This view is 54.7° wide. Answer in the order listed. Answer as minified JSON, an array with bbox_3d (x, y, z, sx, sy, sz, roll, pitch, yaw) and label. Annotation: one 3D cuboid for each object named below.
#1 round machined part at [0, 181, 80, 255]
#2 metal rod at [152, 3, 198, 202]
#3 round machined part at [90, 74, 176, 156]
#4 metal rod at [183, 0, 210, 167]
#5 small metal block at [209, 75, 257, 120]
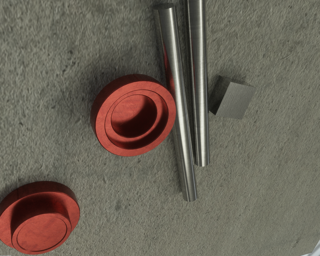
[{"bbox_3d":[-0.149,0.118,0.387,0.099,0.042,0.097,-14,124,-21],"label":"round machined part"},{"bbox_3d":[0.027,-0.010,0.415,0.025,0.025,0.298,-22,127,-15],"label":"metal rod"},{"bbox_3d":[-0.034,-0.018,0.366,0.099,0.042,0.097,-14,124,-21],"label":"round machined part"},{"bbox_3d":[0.047,-0.071,0.388,0.025,0.025,0.298,-20,126,-17],"label":"metal rod"},{"bbox_3d":[0.100,-0.042,0.436,0.050,0.025,0.050,7,115,-32],"label":"small metal block"}]
